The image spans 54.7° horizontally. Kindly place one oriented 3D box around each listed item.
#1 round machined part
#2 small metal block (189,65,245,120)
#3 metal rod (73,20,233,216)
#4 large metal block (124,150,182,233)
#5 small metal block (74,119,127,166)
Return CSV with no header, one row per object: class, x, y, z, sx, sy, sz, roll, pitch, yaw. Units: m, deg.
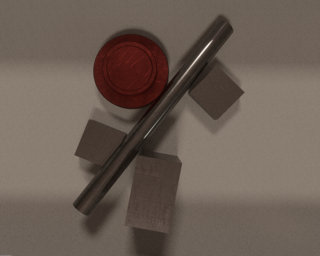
round machined part,-0.038,-0.074,0.402,0.099,0.042,0.097,0,90,-1
small metal block,0.074,-0.046,0.412,0.050,0.025,0.050,45,90,-1
metal rod,-0.005,-0.018,0.396,0.025,0.025,0.300,38,84,-1
large metal block,-0.008,0.073,0.384,0.050,0.080,0.080,11,90,-1
small metal block,-0.077,0.021,0.410,0.050,0.025,0.050,22,90,-1
